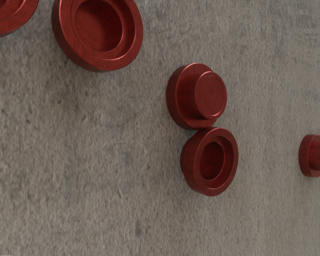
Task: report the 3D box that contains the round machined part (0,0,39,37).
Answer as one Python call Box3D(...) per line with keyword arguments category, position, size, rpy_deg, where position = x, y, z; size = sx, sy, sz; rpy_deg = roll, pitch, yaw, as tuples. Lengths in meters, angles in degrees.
Box3D(category="round machined part", position=(-0.158, -0.124, 0.261), size=(0.099, 0.042, 0.097), rpy_deg=(0, 90, -40))

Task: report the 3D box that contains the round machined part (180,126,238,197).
Box3D(category="round machined part", position=(0.067, 0.046, 0.449), size=(0.099, 0.042, 0.097), rpy_deg=(-6, 99, -40))

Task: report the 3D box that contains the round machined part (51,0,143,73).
Box3D(category="round machined part", position=(-0.070, -0.109, 0.336), size=(0.099, 0.042, 0.097), rpy_deg=(0, 90, -40))

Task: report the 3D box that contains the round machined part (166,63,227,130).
Box3D(category="round machined part", position=(0.059, -0.045, 0.446), size=(0.099, 0.042, 0.097), rpy_deg=(0, 90, -40))

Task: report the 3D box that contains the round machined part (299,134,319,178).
Box3D(category="round machined part", position=(0.356, 0.063, 0.697), size=(0.099, 0.042, 0.097), rpy_deg=(0, 90, -40))
